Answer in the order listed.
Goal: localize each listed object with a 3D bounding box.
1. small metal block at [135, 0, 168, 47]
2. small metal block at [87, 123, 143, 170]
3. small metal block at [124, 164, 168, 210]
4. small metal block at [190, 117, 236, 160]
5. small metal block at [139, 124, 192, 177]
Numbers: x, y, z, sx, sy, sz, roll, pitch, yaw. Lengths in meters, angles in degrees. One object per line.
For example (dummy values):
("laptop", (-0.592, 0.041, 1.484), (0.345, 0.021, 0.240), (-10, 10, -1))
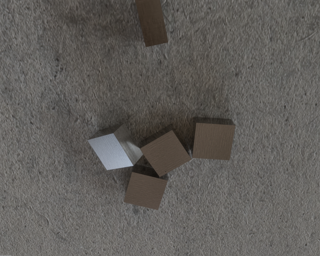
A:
("small metal block", (-0.008, -0.122, 0.351), (0.025, 0.050, 0.050), (-11, 110, 4))
("small metal block", (-0.059, 0.025, 0.407), (0.050, 0.025, 0.050), (-14, 113, 38))
("small metal block", (-0.020, 0.084, 0.440), (0.050, 0.025, 0.050), (15, 109, -6))
("small metal block", (0.070, 0.014, 0.415), (0.050, 0.025, 0.050), (4, 110, -2))
("small metal block", (0.008, 0.030, 0.421), (0.050, 0.025, 0.050), (-31, 108, 10))
